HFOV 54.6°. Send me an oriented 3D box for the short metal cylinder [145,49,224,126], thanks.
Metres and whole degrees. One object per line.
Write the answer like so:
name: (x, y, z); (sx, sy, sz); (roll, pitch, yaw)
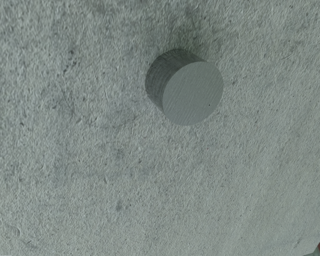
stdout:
short metal cylinder: (0.029, -0.049, 0.375); (0.081, 0.050, 0.080); (-14, 124, -21)
